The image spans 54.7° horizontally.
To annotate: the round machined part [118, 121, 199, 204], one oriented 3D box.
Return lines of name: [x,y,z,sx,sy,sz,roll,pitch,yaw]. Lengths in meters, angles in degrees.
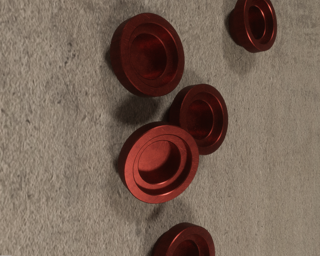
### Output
round machined part: [-0.005,0.039,0.379,0.099,0.042,0.097,-8,108,-25]

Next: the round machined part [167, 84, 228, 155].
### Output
round machined part: [0.049,-0.012,0.437,0.099,0.042,0.097,0,90,-40]

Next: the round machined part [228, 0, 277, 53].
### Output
round machined part: [0.154,-0.176,0.525,0.099,0.042,0.097,0,90,-40]

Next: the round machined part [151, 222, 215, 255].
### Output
round machined part: [0.027,0.177,0.419,0.099,0.042,0.097,0,90,-40]

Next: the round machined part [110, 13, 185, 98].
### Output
round machined part: [-0.019,-0.086,0.379,0.099,0.042,0.097,0,90,-40]
